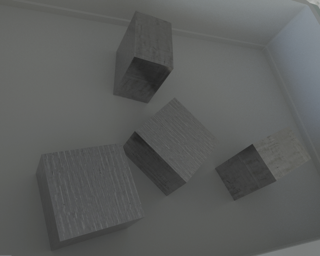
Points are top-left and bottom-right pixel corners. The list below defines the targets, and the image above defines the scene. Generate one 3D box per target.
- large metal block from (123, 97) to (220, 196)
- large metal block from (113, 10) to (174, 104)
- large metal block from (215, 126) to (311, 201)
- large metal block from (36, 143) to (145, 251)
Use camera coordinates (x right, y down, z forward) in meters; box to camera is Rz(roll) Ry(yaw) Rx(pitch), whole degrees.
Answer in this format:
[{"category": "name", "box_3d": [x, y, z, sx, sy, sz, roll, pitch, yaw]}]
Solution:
[{"category": "large metal block", "box_3d": [0.013, 0.022, 0.383, 0.080, 0.050, 0.080, 45, 51, 3]}, {"category": "large metal block", "box_3d": [-0.024, -0.092, 0.414, 0.050, 0.080, 0.080, 13, 57, -22]}, {"category": "large metal block", "box_3d": [0.136, 0.048, 0.414, 0.081, 0.080, 0.050, -19, 72, -35]}, {"category": "large metal block", "box_3d": [-0.072, 0.066, 0.310, 0.081, 0.050, 0.080, -7, 65, -31]}]
